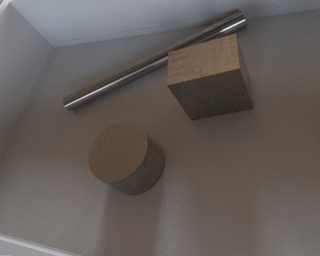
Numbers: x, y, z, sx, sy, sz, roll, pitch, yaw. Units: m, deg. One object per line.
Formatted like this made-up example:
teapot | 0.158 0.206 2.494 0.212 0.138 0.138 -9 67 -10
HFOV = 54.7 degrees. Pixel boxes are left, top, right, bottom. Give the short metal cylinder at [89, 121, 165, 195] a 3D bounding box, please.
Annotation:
short metal cylinder | -0.040 0.038 0.386 0.080 0.050 0.080 -13 56 20

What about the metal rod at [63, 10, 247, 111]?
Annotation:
metal rod | -0.017 -0.097 0.472 0.301 0.025 0.025 -23 53 13

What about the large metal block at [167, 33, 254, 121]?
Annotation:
large metal block | 0.062 -0.057 0.372 0.080 0.080 0.050 -11 57 22
